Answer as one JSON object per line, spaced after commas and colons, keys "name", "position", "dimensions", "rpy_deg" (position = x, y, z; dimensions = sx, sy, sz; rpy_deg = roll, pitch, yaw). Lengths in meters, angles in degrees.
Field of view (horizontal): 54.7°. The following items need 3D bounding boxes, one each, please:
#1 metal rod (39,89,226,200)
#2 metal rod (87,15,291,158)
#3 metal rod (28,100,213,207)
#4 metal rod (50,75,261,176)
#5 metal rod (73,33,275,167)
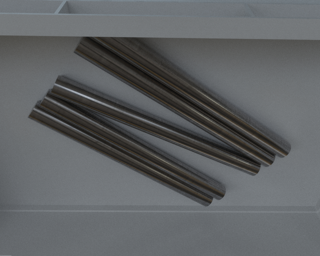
{"name": "metal rod", "position": [-0.022, 0.033, 0.436], "dimensions": [0.301, 0.025, 0.025], "rpy_deg": [31, 124, -24]}
{"name": "metal rod", "position": [0.052, -0.037, 0.376], "dimensions": [0.301, 0.025, 0.025], "rpy_deg": [29, 124, -23]}
{"name": "metal rod", "position": [-0.040, 0.047, 0.447], "dimensions": [0.301, 0.025, 0.025], "rpy_deg": [31, 124, -24]}
{"name": "metal rod", "position": [0.008, 0.004, 0.411], "dimensions": [0.302, 0.025, 0.025], "rpy_deg": [23, 127, -19]}
{"name": "metal rod", "position": [0.035, -0.023, 0.388], "dimensions": [0.301, 0.025, 0.025], "rpy_deg": [29, 124, -23]}
